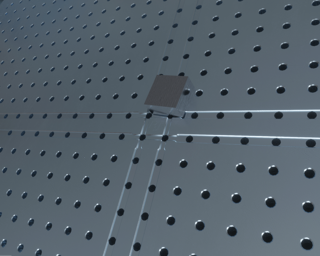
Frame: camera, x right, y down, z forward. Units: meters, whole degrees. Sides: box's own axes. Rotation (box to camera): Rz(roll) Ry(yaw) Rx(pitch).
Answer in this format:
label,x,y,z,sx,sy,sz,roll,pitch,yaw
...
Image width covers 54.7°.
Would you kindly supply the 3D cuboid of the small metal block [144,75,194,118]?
label,x,y,z,sx,sy,sz,roll,pitch,yaw
small metal block,0.013,-0.045,0.428,0.050,0.025,0.050,9,66,31
